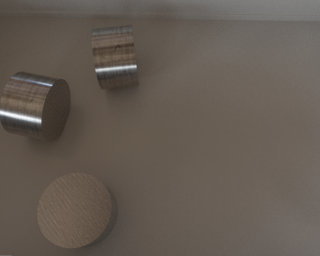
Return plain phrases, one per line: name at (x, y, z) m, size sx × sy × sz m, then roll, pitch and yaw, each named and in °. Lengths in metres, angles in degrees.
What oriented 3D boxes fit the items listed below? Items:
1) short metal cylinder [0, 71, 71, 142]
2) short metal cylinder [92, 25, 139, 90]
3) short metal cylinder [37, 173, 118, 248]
short metal cylinder at (-0.153, -0.027, 0.389) m, size 0.050 × 0.080 × 0.080 m, roll 12°, pitch 71°, yaw 4°
short metal cylinder at (-0.058, -0.094, 0.414) m, size 0.050 × 0.080 × 0.080 m, roll -7°, pitch 70°, yaw -2°
short metal cylinder at (-0.093, 0.096, 0.360) m, size 0.081 × 0.050 × 0.080 m, roll 0°, pitch 70°, yaw 0°
